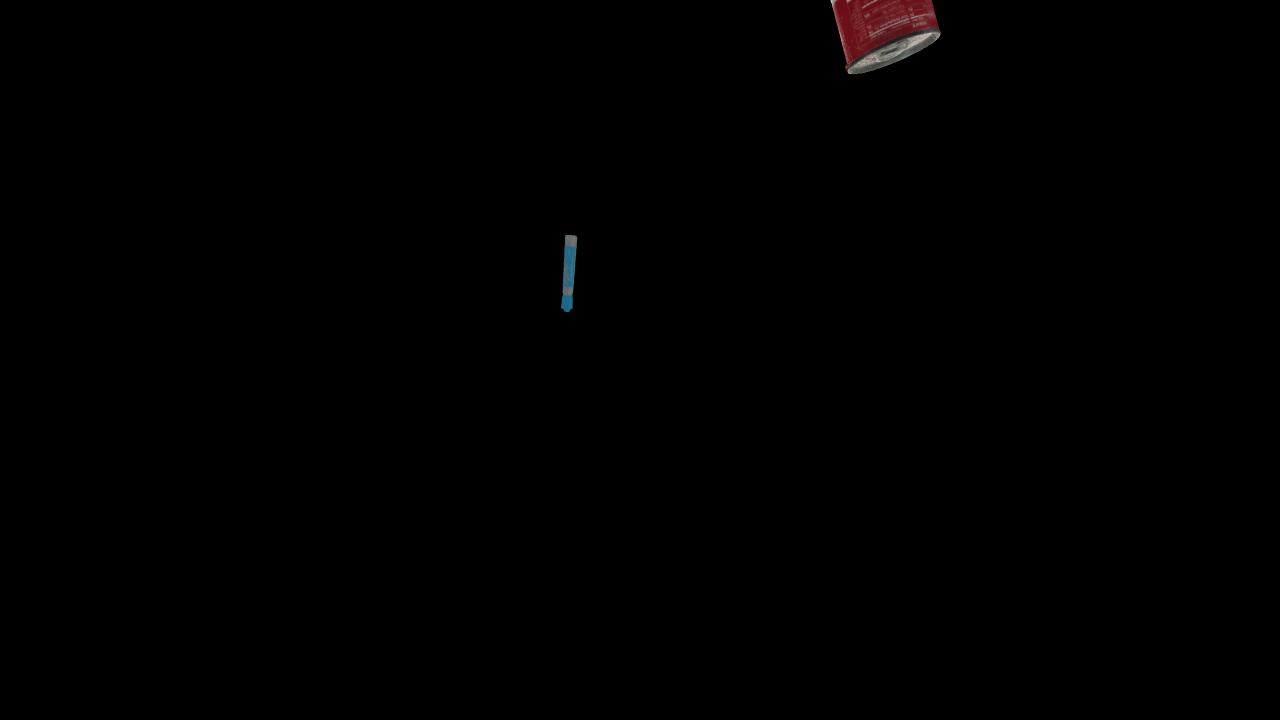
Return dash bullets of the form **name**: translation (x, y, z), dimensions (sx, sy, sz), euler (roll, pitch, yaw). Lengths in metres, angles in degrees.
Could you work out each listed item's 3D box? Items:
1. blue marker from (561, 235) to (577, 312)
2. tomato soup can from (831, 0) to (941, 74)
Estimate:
- **blue marker**: translation (-0.112, -0.134, 0.966), dimensions (0.020, 0.121, 0.020), euler (5, 20, -2)
- **tomato soup can**: translation (0.177, -0.279, 0.460), dimensions (0.068, 0.101, 0.068), euler (-17, 7, 2)
